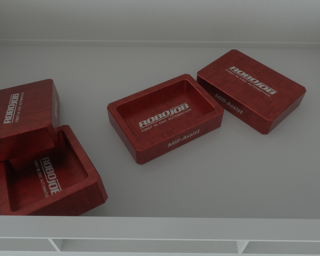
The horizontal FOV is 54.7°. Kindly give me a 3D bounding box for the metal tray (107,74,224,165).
[{"bbox_3d":[0.007,-0.017,0.415,0.131,0.030,0.090,-24,54,-19],"label":"metal tray"}]

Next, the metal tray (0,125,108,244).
[{"bbox_3d":[-0.121,0.050,0.331,0.091,0.030,0.130,-24,34,-19],"label":"metal tray"}]

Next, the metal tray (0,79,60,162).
[{"bbox_3d":[-0.175,-0.014,0.386,0.091,0.030,0.130,-15,35,-9],"label":"metal tray"}]

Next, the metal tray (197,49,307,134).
[{"bbox_3d":[0.129,-0.058,0.451,0.091,0.030,0.130,-36,59,-26],"label":"metal tray"}]
